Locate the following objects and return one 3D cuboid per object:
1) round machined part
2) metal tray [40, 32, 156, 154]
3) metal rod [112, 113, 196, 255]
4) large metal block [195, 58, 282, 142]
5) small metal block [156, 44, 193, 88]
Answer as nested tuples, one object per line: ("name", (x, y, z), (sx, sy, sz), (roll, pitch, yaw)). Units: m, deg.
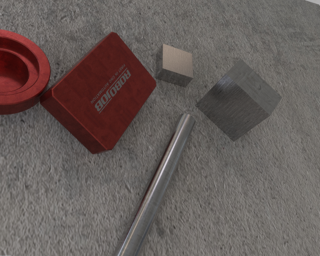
("round machined part", (-0.172, -0.056, 0.334), (0.099, 0.042, 0.098), (13, 56, -21))
("metal tray", (-0.066, -0.044, 0.372), (0.090, 0.030, 0.130), (49, 48, -22))
("metal rod", (-0.017, 0.094, 0.337), (0.025, 0.025, 0.301), (33, 51, -7))
("large metal block", (0.113, -0.039, 0.453), (0.080, 0.080, 0.050), (44, 51, 2))
("small metal block", (0.022, -0.095, 0.473), (0.050, 0.025, 0.050), (14, 56, -21))
